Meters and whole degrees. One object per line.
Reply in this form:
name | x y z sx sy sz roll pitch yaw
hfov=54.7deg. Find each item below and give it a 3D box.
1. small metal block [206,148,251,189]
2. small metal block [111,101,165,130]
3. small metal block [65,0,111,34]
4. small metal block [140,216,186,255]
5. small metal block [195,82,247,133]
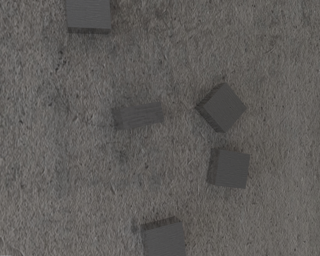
small metal block | 0.098 0.058 0.445 0.050 0.025 0.050 10 87 -20
small metal block | -0.029 -0.015 0.385 0.050 0.050 0.025 -12 95 -20
small metal block | -0.088 -0.143 0.376 0.050 0.025 0.050 -4 92 -20
small metal block | 0.004 0.151 0.411 0.050 0.025 0.050 -8 93 -20
small metal block | 0.087 -0.028 0.441 0.050 0.025 0.050 -46 105 -14
